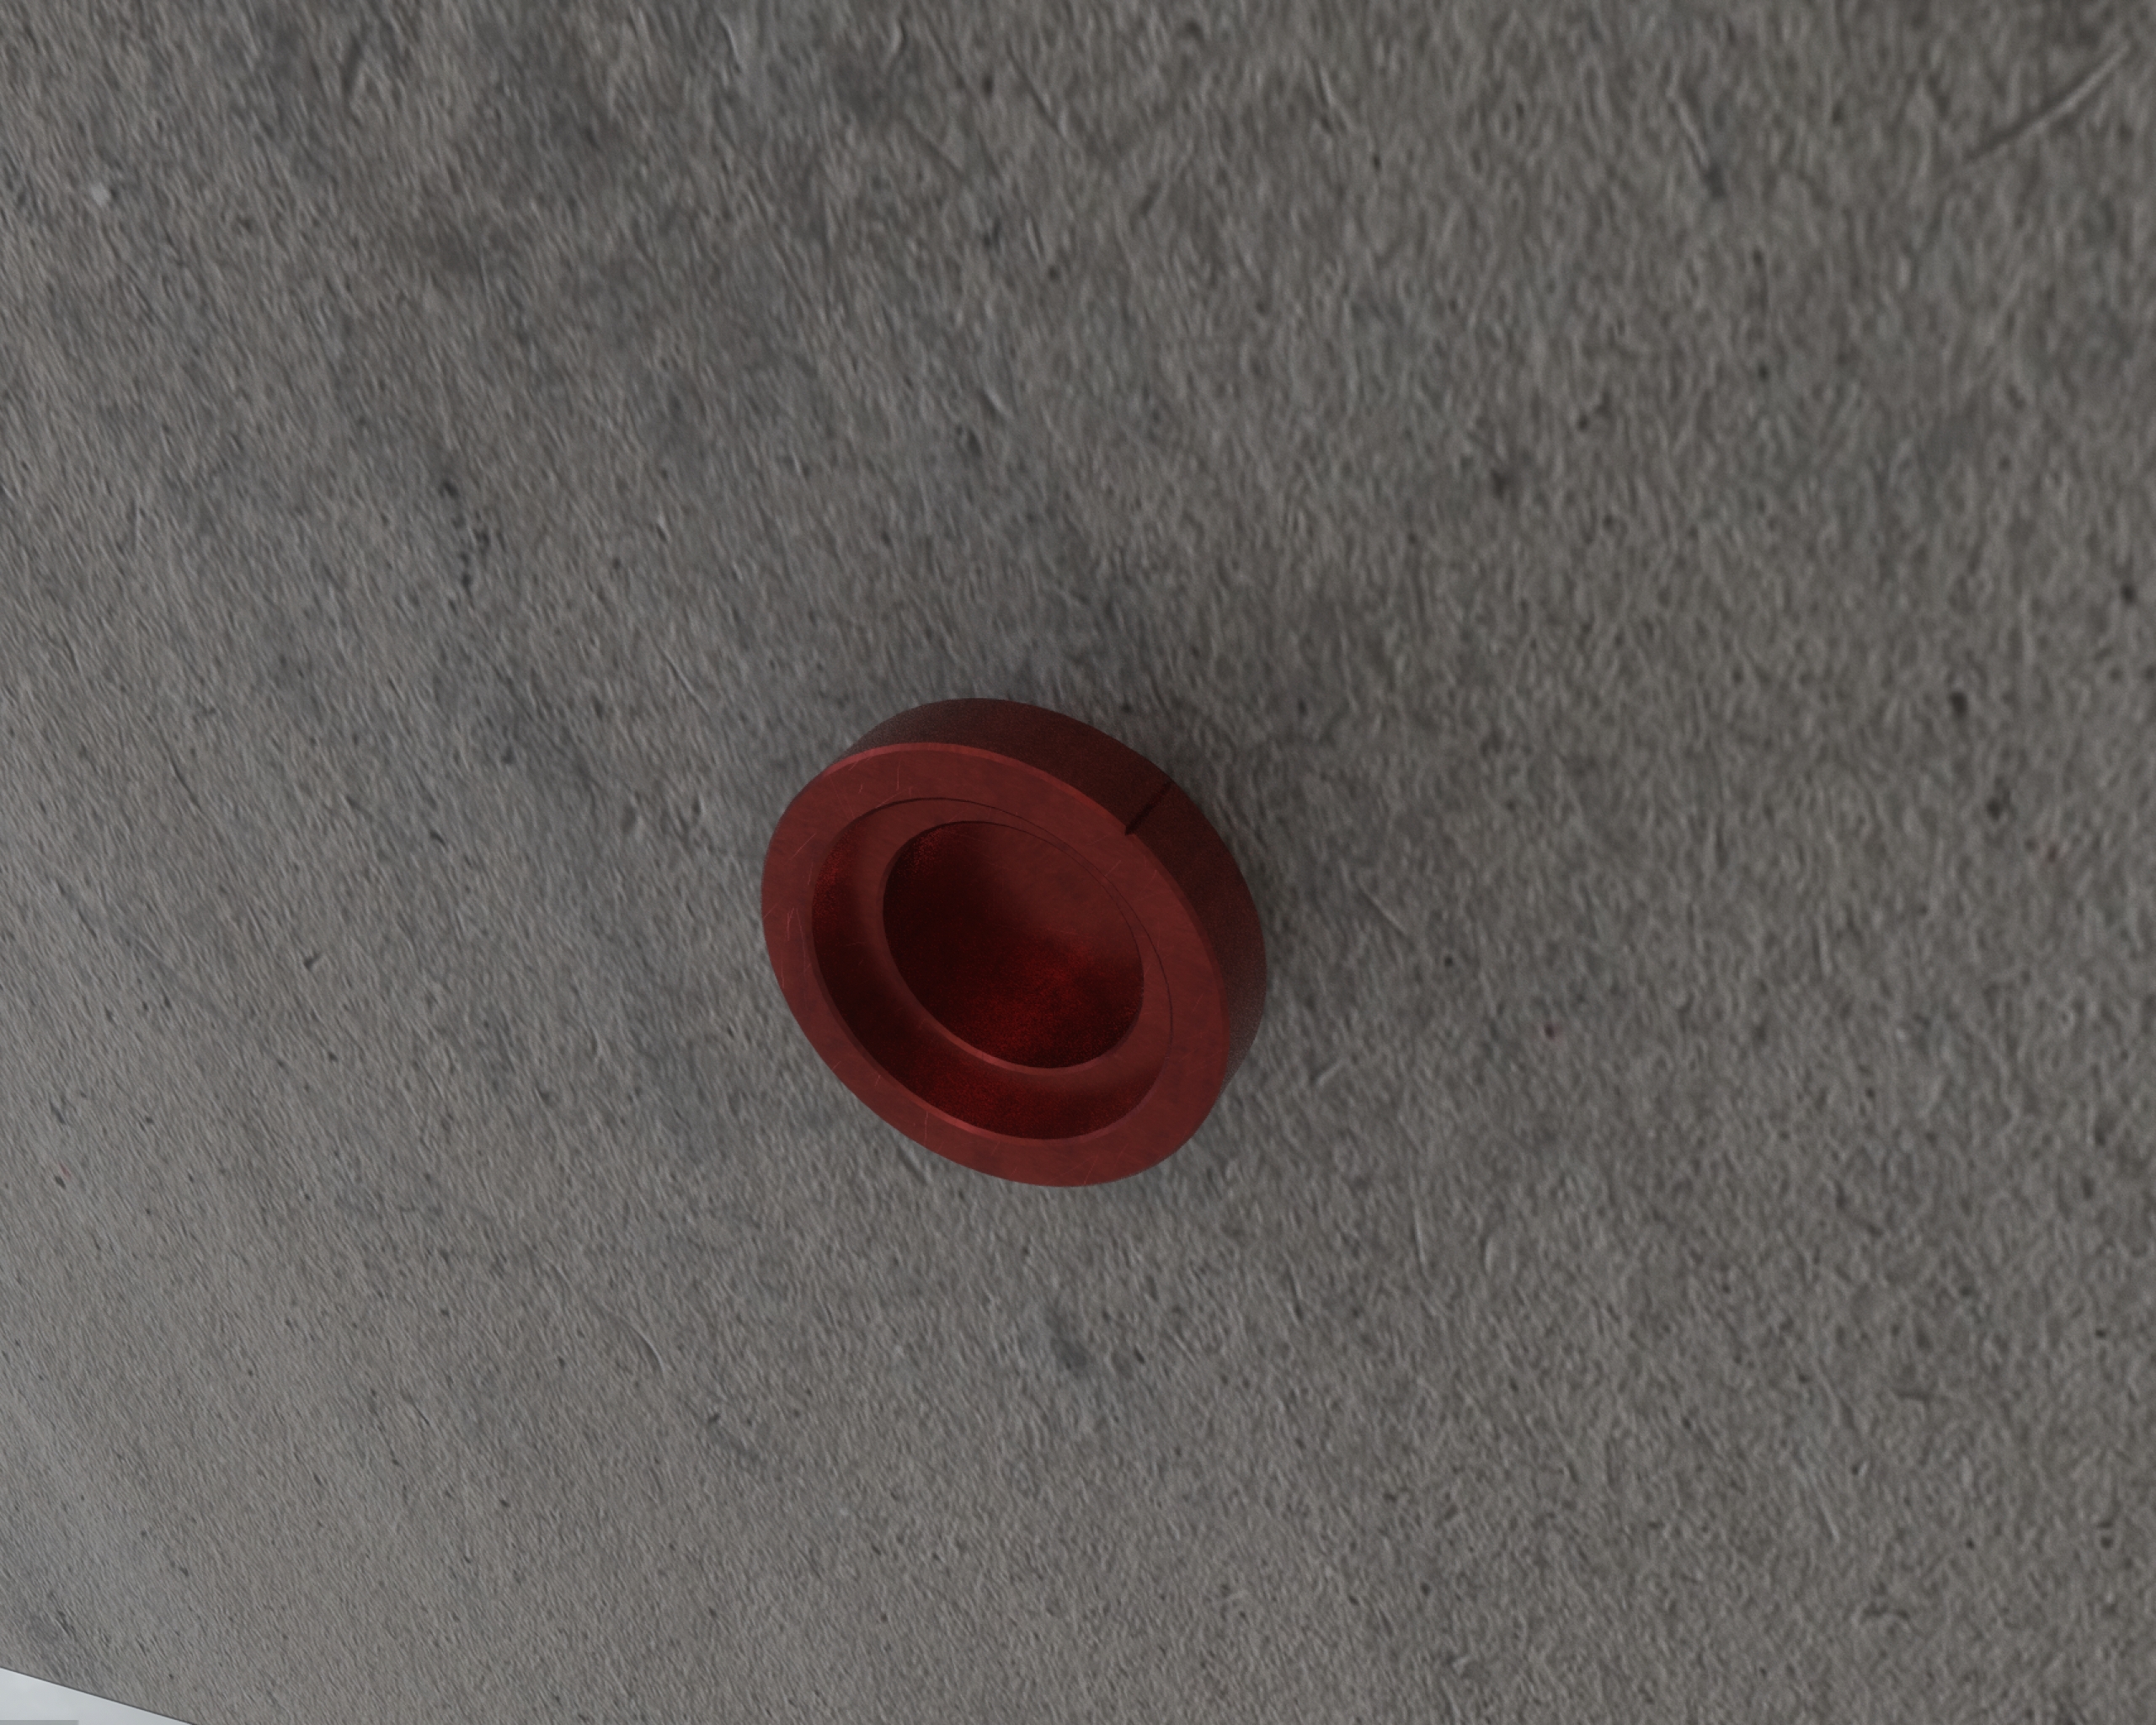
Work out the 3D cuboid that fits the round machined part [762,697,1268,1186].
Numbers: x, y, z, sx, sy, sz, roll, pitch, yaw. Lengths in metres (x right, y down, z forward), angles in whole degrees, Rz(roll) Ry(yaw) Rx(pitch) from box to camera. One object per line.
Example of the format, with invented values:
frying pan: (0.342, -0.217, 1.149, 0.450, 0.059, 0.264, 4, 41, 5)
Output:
round machined part: (-0.009, 0.012, 0.408, 0.098, 0.042, 0.097, 13, 124, 21)
